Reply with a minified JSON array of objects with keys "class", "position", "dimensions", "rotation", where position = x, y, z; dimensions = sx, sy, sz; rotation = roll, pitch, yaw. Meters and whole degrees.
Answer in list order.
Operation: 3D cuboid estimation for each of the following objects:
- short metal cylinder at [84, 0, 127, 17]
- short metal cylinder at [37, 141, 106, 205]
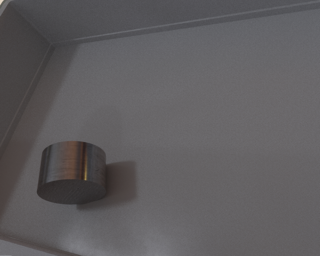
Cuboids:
[{"class":"short metal cylinder","position":[-0.099,-0.258,0.581],"dimensions":[0.080,0.080,0.050],"rotation":[-5,60,25]},{"class":"short metal cylinder","position":[-0.109,0.058,0.390],"dimensions":[0.080,0.080,0.050],"rotation":[-18,55,17]}]
